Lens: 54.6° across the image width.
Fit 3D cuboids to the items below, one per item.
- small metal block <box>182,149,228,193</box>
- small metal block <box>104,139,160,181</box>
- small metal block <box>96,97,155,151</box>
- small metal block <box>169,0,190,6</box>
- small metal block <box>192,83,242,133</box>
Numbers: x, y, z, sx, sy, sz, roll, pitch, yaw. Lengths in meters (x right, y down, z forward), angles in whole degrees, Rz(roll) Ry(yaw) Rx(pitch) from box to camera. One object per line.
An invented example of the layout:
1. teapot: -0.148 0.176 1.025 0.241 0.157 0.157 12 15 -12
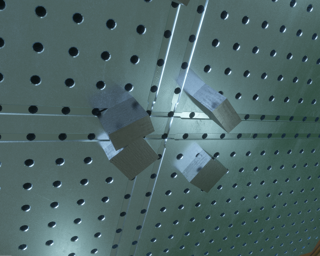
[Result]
1. small metal block: 0.072 0.069 0.492 0.050 0.025 0.050 -49 129 6
2. small metal block: -0.037 0.034 0.411 0.050 0.025 0.050 -39 129 -2
3. small metal block: -0.042 -0.006 0.368 0.050 0.050 0.025 -27 128 -11
4. small metal block: 0.002 -0.148 0.304 0.050 0.050 0.025 18 109 -35
5. small metal block: 0.077 -0.027 0.420 0.025 0.050 0.050 -43 129 2
